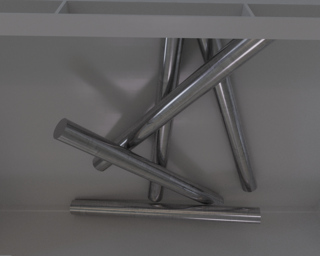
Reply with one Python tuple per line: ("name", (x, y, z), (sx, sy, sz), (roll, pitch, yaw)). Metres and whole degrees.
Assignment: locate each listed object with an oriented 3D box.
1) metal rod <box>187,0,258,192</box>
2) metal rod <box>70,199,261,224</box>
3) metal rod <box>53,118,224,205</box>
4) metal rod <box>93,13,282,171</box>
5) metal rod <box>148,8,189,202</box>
("metal rod", (0.089, -0.016, 0.395), (0.025, 0.025, 0.299), (-16, 129, 13))
("metal rod", (0.003, 0.133, 0.495), (0.301, 0.025, 0.025), (0, 131, 10))
("metal rod", (-0.005, 0.062, 0.424), (0.025, 0.025, 0.301), (-36, 133, 26))
("metal rod", (0.004, -0.018, 0.358), (0.025, 0.025, 0.299), (31, 134, -24))
("metal rod", (0.004, -0.003, 0.406), (0.025, 0.025, 0.298), (3, 130, -3))
